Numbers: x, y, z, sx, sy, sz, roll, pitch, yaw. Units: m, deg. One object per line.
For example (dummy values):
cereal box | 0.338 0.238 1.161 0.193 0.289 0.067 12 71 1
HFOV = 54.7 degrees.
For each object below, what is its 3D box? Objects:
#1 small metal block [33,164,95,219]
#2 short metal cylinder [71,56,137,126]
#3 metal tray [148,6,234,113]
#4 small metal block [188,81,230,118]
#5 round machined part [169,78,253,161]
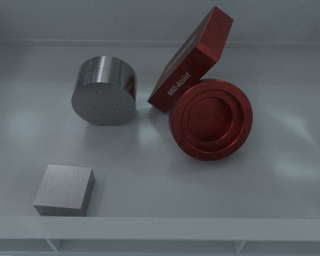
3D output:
small metal block | -0.104 0.070 0.345 0.050 0.025 0.050 4 50 3
short metal cylinder | -0.071 -0.047 0.408 0.081 0.080 0.050 0 50 -1
metal tray | 0.038 -0.086 0.411 0.030 0.129 0.090 33 52 -11
small metal block | 0.069 -0.041 0.431 0.050 0.025 0.050 11 32 8
round machined part | 0.059 -0.012 0.381 0.099 0.097 0.042 -8 16 -7
